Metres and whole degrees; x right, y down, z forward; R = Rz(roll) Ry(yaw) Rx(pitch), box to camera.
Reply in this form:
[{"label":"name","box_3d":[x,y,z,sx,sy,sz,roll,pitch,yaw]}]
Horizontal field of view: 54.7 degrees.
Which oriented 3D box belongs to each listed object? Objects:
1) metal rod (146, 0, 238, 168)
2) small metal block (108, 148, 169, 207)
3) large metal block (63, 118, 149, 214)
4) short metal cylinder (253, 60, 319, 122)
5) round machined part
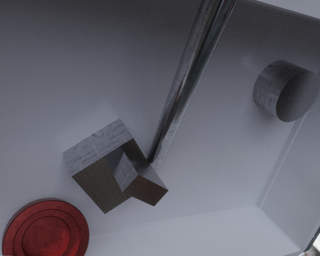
[{"label":"metal rod","box_3d":[0.022,-0.034,0.315,0.025,0.025,0.298,-14,152,-21]},{"label":"small metal block","box_3d":[-0.025,0.056,0.350,0.025,0.050,0.050,-49,129,6]},{"label":"large metal block","box_3d":[-0.060,0.048,0.391,0.080,0.050,0.080,-32,129,-8]},{"label":"short metal cylinder","box_3d":[0.188,-0.055,0.464,0.081,0.050,0.079,-14,125,-21]},{"label":"round machined part","box_3d":[-0.143,0.137,0.387,0.099,0.042,0.097,2,86,-29]}]
